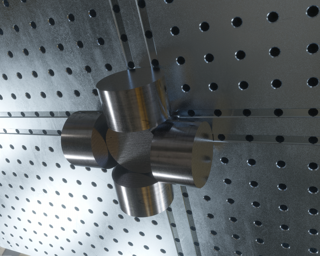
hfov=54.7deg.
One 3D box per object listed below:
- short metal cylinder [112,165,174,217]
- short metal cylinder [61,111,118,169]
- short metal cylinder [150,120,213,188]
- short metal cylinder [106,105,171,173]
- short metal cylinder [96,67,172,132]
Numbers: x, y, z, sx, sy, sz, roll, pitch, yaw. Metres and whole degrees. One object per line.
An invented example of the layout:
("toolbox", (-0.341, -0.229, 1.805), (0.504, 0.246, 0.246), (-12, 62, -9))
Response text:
("short metal cylinder", (-0.023, 0.078, 0.435), (0.080, 0.080, 0.050), (6, 121, 25))
("short metal cylinder", (-0.090, 0.015, 0.433), (0.050, 0.080, 0.080), (1, 119, 27))
("short metal cylinder", (0.029, 0.030, 0.379), (0.050, 0.080, 0.079), (4, 120, 26))
("short metal cylinder", (-0.025, 0.014, 0.417), (0.080, 0.050, 0.079), (12, 123, 20))
("short metal cylinder", (-0.030, -0.036, 0.369), (0.080, 0.080, 0.050), (3, 119, 27))
